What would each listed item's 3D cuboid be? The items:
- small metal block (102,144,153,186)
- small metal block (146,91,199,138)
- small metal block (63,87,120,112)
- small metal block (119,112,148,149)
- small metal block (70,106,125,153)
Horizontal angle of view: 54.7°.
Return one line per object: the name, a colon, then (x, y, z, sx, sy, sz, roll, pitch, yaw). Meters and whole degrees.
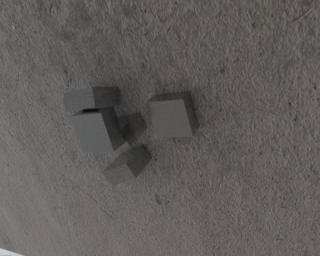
small metal block: (-0.047, 0.054, 0.448, 0.050, 0.050, 0.025, -24, 106, 36)
small metal block: (0.017, -0.016, 0.388, 0.050, 0.025, 0.050, -3, 117, 29)
small metal block: (-0.089, -0.038, 0.410, 0.050, 0.050, 0.025, -6, 94, 31)
small metal block: (-0.053, 0.005, 0.422, 0.050, 0.050, 0.025, -11, 113, 33)
small metal block: (-0.077, 0.002, 0.386, 0.050, 0.025, 0.050, -4, 111, 30)
